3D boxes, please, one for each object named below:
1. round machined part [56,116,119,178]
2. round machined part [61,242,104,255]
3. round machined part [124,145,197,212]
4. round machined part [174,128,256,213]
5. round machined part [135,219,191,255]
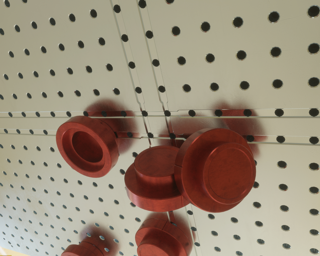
[{"bbox_3d":[-0.105,0.024,0.471,0.098,0.042,0.097,13,124,21],"label":"round machined part"},{"bbox_3d":[-0.158,0.283,0.659,0.098,0.042,0.097,13,124,21],"label":"round machined part"},{"bbox_3d":[0.003,0.058,0.399,0.098,0.098,0.042,9,122,24],"label":"round machined part"},{"bbox_3d":[0.069,0.049,0.355,0.098,0.098,0.042,58,162,-13],"label":"round machined part"},{"bbox_3d":[0.000,0.206,0.528,0.098,0.042,0.097,13,124,21],"label":"round machined part"}]
